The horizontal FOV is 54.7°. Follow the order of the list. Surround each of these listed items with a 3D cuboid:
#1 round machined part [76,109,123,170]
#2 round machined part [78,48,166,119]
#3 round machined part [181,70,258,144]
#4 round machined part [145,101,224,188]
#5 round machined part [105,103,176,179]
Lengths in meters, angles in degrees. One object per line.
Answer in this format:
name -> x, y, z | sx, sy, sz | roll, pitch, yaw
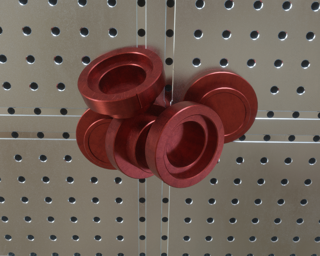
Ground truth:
round machined part -> -0.062, 0.012, 0.408 | 0.099, 0.042, 0.097 | 0, 110, -1
round machined part -> -0.041, -0.049, 0.361 | 0.099, 0.098, 0.042 | -12, 135, 4
round machined part -> 0.077, -0.023, 0.397 | 0.099, 0.042, 0.097 | 0, 110, -1
round machined part -> 0.024, 0.016, 0.359 | 0.099, 0.042, 0.097 | -12, 112, -31
round machined part -> -0.014, 0.018, 0.385 | 0.099, 0.042, 0.097 | -12, 110, -36
